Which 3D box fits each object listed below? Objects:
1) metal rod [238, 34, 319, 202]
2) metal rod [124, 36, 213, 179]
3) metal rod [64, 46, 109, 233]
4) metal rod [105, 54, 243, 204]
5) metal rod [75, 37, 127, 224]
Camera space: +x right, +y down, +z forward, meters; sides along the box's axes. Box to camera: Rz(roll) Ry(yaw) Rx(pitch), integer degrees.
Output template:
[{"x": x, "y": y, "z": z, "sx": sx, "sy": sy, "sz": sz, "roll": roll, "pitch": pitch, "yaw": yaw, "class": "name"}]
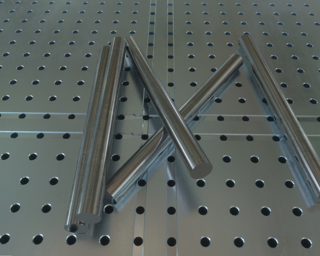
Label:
[{"x": 0.166, "y": -0.037, "z": 0.439, "sx": 0.025, "sy": 0.025, "sz": 0.300, "roll": -6, "pitch": 50, "yaw": -5, "class": "metal rod"}, {"x": -0.005, "y": -0.051, "z": 0.425, "sx": 0.025, "sy": 0.025, "sz": 0.300, "roll": -15, "pitch": 44, "yaw": -12, "class": "metal rod"}, {"x": -0.087, "y": -0.011, "z": 0.416, "sx": 0.025, "sy": 0.025, "sz": 0.300, "roll": 0, "pitch": 50, "yaw": 0, "class": "metal rod"}, {"x": 0.033, "y": -0.016, "z": 0.421, "sx": 0.025, "sy": 0.025, "sz": 0.301, "roll": 30, "pitch": 56, "yaw": 23, "class": "metal rod"}, {"x": -0.069, "y": -0.024, "z": 0.403, "sx": 0.025, "sy": 0.025, "sz": 0.300, "roll": 1, "pitch": 49, "yaw": 0, "class": "metal rod"}]
